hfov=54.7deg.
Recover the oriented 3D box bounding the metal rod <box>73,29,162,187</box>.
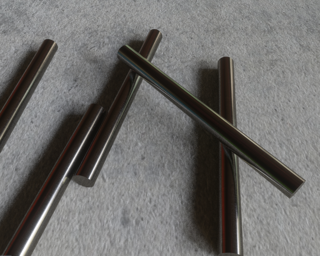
[{"bbox_3d":[-0.047,-0.050,0.444,0.025,0.025,0.300,12,51,9],"label":"metal rod"}]

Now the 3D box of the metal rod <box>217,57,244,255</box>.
[{"bbox_3d":[0.086,0.011,0.395,0.025,0.025,0.300,6,50,4],"label":"metal rod"}]

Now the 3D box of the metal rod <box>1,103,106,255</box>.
[{"bbox_3d":[-0.125,0.086,0.328,0.025,0.025,0.300,12,51,9],"label":"metal rod"}]

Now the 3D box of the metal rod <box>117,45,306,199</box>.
[{"bbox_3d":[0.044,-0.025,0.390,0.025,0.025,0.300,-33,58,-25],"label":"metal rod"}]

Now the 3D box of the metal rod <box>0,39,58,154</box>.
[{"bbox_3d":[-0.200,-0.024,0.420,0.025,0.025,0.300,5,50,4],"label":"metal rod"}]
